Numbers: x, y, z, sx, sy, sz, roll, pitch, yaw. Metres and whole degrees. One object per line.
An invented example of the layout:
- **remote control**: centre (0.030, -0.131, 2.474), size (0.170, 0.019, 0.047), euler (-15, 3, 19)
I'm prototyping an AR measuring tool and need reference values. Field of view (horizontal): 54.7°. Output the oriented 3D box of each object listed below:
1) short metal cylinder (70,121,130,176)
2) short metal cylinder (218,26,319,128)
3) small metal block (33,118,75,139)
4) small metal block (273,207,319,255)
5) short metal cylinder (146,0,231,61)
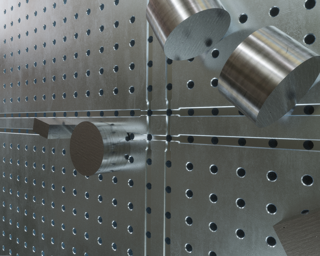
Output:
- **short metal cylinder**: centre (-0.092, 0.030, 0.469), size (0.080, 0.050, 0.079), euler (0, 90, 40)
- **short metal cylinder**: centre (0.102, -0.047, 0.290), size (0.050, 0.081, 0.080), euler (48, 119, 29)
- **small metal block**: centre (-0.187, 0.000, 0.548), size (0.050, 0.050, 0.025), euler (19, 102, 38)
- **small metal block**: centre (0.144, 0.106, 0.290), size (0.050, 0.025, 0.050), euler (-35, 69, 34)
- **short metal cylinder**: centre (0.031, -0.121, 0.348), size (0.080, 0.081, 0.050), euler (-38, 67, 33)
